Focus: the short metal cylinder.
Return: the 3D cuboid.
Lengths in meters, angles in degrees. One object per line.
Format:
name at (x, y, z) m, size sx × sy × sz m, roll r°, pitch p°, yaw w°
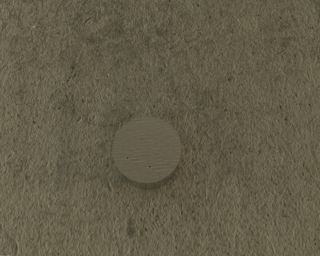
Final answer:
short metal cylinder at (-0.015, 0.032, 0.383) m, size 0.080 × 0.050 × 0.080 m, roll 0°, pitch 70°, yaw 0°
